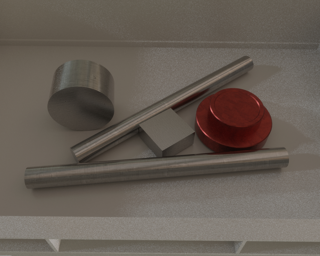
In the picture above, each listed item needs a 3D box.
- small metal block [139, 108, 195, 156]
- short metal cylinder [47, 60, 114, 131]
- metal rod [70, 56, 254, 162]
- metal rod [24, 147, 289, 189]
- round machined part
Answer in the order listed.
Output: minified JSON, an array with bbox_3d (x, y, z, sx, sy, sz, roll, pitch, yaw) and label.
[{"bbox_3d":[0.008,0.008,0.396,0.050,0.025,0.050,-29,56,-22],"label":"small metal block"},{"bbox_3d":[-0.100,-0.041,0.401,0.081,0.080,0.050,-4,50,-4],"label":"short metal cylinder"},{"bbox_3d":[0.018,-0.034,0.432,0.302,0.025,0.025,-30,56,-23],"label":"metal rod"},{"bbox_3d":[0.000,0.046,0.364,0.302,0.025,0.025,-4,50,-4],"label":"metal rod"},{"bbox_3d":[0.097,-0.015,0.404,0.099,0.042,0.098,0,50,0],"label":"round machined part"}]
